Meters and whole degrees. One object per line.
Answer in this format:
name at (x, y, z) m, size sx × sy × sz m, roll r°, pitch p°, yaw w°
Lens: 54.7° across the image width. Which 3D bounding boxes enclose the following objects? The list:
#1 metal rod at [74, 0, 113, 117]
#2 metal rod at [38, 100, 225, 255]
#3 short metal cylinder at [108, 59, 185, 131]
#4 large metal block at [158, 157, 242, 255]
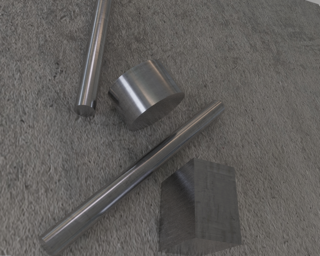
metal rod at (-0.087, -0.147, 0.446) m, size 0.025 × 0.025 × 0.299 m, roll 15°, pitch 56°, yaw -20°
metal rod at (-0.008, 0.039, 0.375) m, size 0.025 × 0.025 × 0.302 m, roll 49°, pitch 51°, yaw 6°
short metal cylinder at (-0.017, -0.039, 0.383) m, size 0.081 × 0.080 × 0.050 m, roll -26°, pitch 76°, yaw -37°
large metal block at (0.039, 0.089, 0.335) m, size 0.050 × 0.080 × 0.080 m, roll 16°, pitch 55°, yaw -20°
